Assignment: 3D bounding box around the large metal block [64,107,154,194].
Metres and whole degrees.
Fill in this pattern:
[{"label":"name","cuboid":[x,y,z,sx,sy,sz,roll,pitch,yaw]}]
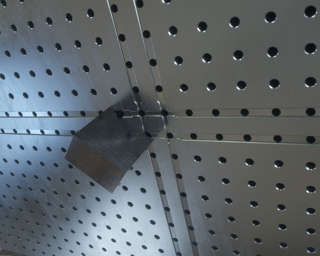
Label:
[{"label":"large metal block","cuboid":[-0.068,0.029,0.428,0.080,0.080,0.050,36,129,4]}]
